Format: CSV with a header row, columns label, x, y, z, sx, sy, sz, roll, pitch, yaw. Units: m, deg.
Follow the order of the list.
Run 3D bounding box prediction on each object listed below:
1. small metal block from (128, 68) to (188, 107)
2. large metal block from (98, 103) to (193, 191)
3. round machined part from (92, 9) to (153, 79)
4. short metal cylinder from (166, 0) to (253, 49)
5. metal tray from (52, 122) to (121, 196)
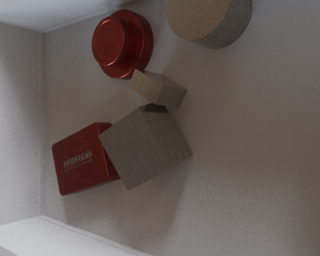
label,x,y,z,sx,sy,sz,roll,pitch,yaw
small metal block,-0.002,-0.050,0.390,0.050,0.050,0.025,36,112,34
large metal block,-0.019,0.022,0.393,0.080,0.050,0.080,-32,85,35
round machined part,-0.060,-0.120,0.443,0.098,0.042,0.097,0,90,39
short metal cylinder,0.054,-0.133,0.344,0.080,0.050,0.079,0,90,39
metal tray,-0.121,0.052,0.501,0.130,0.030,0.090,-23,76,37
